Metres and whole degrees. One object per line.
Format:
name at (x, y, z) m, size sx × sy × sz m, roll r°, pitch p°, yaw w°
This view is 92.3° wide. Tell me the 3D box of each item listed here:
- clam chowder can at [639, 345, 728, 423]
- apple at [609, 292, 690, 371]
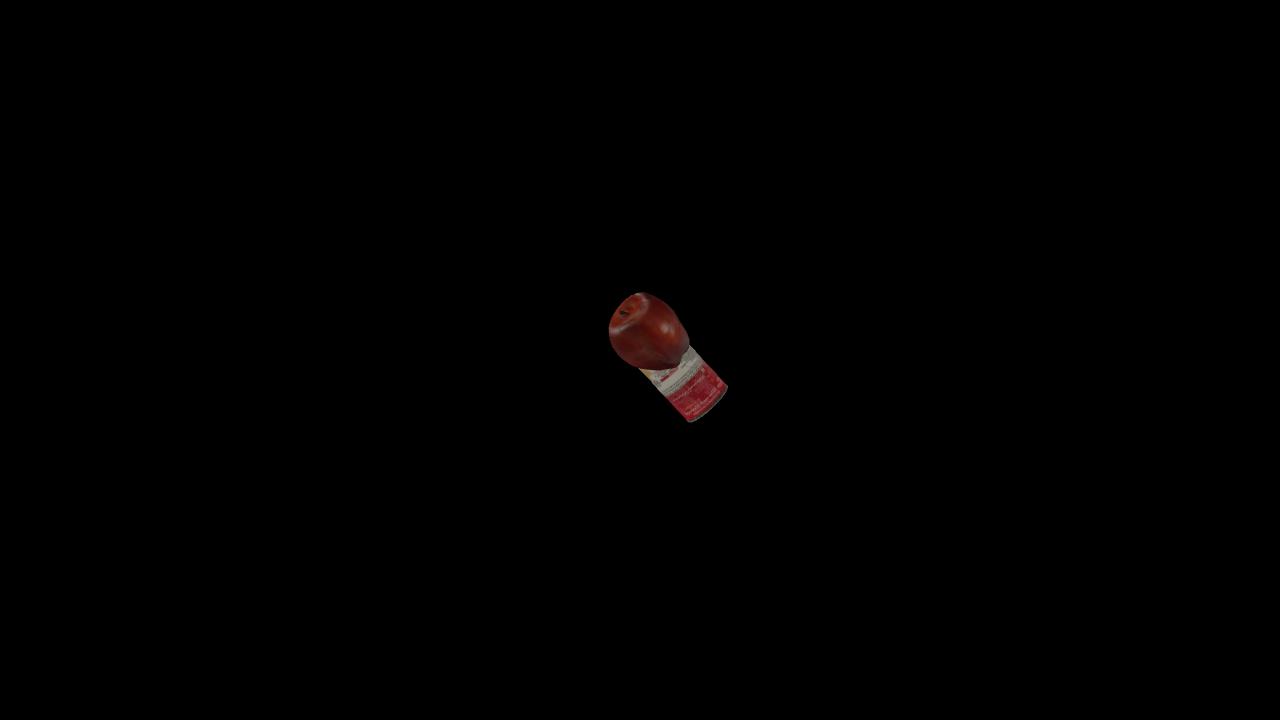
clam chowder can at (0.050, 0.018, 0.759) m, size 0.068 × 0.102 × 0.068 m, roll -42°, pitch 7°, yaw 6°
apple at (0.009, -0.029, 0.680) m, size 0.093 × 0.079 × 0.079 m, roll 40°, pitch -23°, yaw -30°
